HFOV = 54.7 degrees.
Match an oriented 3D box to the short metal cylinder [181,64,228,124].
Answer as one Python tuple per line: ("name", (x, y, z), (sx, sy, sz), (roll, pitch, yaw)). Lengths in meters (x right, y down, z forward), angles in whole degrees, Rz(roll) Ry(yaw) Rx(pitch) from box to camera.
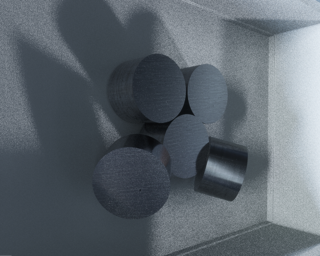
("short metal cylinder", (0.049, -0.046, 0.432), (0.081, 0.050, 0.079), (0, 90, -40))

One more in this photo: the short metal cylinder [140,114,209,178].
("short metal cylinder", (0.018, 0.022, 0.403), (0.081, 0.050, 0.079), (0, 90, -40))

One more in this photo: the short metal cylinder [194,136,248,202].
("short metal cylinder", (0.083, 0.057, 0.433), (0.050, 0.080, 0.080), (16, 77, 1))

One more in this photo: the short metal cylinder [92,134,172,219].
("short metal cylinder", (-0.028, 0.051, 0.340), (0.050, 0.080, 0.080), (-76, 151, -75))

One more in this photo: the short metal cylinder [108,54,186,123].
("short metal cylinder", (-0.015, -0.046, 0.376), (0.081, 0.050, 0.079), (0, 90, -40))
